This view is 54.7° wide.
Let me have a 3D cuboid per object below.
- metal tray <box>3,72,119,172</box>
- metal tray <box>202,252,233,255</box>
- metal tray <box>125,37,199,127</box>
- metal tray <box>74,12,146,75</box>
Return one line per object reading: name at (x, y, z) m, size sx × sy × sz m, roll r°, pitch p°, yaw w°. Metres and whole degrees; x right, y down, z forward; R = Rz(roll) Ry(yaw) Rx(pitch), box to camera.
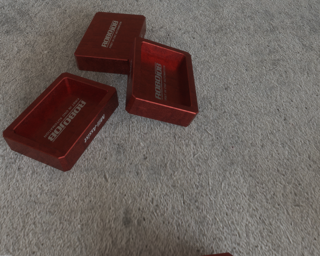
metal tray at (-0.125, -0.014, 0.410) m, size 0.090 × 0.030 × 0.130 m, roll 19°, pitch 52°, yaw 15°
metal tray at (0.008, 0.163, 0.262) m, size 0.131 × 0.030 × 0.090 m, roll -5°, pitch 50°, yaw -5°
metal tray at (0.002, -0.068, 0.436) m, size 0.091 × 0.030 × 0.130 m, roll 13°, pitch 48°, yaw -17°
metal tray at (-0.079, -0.146, 0.522) m, size 0.090 × 0.030 × 0.130 m, roll 7°, pitch 50°, yaw 5°
